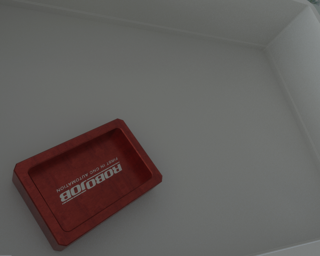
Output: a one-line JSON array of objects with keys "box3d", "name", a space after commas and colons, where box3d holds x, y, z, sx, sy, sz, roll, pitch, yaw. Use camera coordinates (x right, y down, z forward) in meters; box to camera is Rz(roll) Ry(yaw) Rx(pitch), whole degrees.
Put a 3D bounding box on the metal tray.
[{"box3d": [-0.072, 0.053, 0.330, 0.131, 0.030, 0.090, -28, 77, -37], "name": "metal tray"}]
